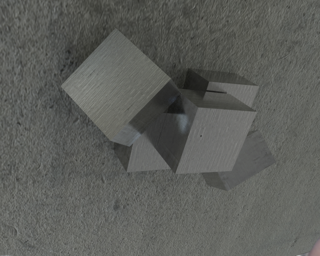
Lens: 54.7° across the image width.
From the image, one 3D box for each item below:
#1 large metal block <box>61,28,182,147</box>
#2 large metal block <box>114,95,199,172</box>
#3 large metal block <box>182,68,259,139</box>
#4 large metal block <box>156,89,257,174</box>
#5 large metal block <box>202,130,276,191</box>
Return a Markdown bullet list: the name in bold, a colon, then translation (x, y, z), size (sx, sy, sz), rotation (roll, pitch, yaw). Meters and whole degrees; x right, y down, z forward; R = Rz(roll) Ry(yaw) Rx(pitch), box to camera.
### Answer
- **large metal block**: translation (-0.038, -0.039, 0.320), size (0.080, 0.080, 0.050), rotation (-46, 163, 3)
- **large metal block**: translation (-0.006, 0.006, 0.391), size (0.081, 0.050, 0.079), rotation (0, 119, -29)
- **large metal block**: translation (0.073, -0.031, 0.415), size (0.081, 0.050, 0.079), rotation (0, 119, -29)
- **large metal block**: translation (0.051, 0.004, 0.357), size (0.081, 0.050, 0.079), rotation (2, 118, -30)
- **large metal block**: translation (0.105, 0.046, 0.452), size (0.080, 0.080, 0.050), rotation (-28, 90, -11)
